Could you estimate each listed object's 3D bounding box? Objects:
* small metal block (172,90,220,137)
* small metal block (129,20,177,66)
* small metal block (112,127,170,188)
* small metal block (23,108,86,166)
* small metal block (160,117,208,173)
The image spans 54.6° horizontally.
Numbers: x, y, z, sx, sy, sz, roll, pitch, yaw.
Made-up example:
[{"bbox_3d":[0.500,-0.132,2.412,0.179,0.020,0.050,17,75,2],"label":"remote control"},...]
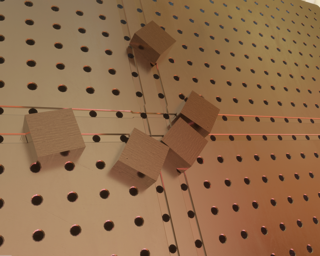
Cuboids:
[{"bbox_3d":[0.053,-0.018,0.447,0.050,0.025,0.050,34,51,-6],"label":"small metal block"},{"bbox_3d":[-0.011,-0.133,0.483,0.050,0.025,0.050,41,51,-1],"label":"small metal block"},{"bbox_3d":[-0.022,0.036,0.374,0.050,0.025,0.050,30,52,-9],"label":"small metal block"},{"bbox_3d":[-0.116,0.009,0.340,0.050,0.025,0.050,-12,68,-33],"label":"small metal block"},{"bbox_3d":[0.028,0.022,0.409,0.050,0.025,0.050,41,51,0],"label":"small metal block"}]
